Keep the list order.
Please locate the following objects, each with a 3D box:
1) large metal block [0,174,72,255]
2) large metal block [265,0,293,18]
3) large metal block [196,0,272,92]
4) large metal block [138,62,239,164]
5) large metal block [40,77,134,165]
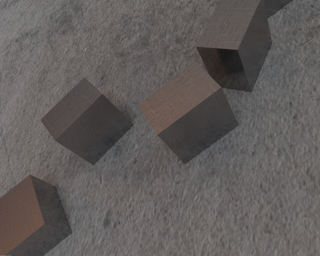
[{"bbox_3d":[-0.172,0.122,0.401,0.080,0.050,0.080,-39,51,2],"label":"large metal block"},{"bbox_3d":[0.150,-0.207,0.417,0.080,0.080,0.050,-36,52,4],"label":"large metal block"},{"bbox_3d":[0.095,-0.103,0.381,0.050,0.080,0.080,15,69,34],"label":"large metal block"},{"bbox_3d":[0.035,-0.014,0.358,0.080,0.080,0.050,-37,51,3],"label":"large metal block"},{"bbox_3d":[-0.097,-0.007,0.422,0.080,0.080,0.050,-46,51,-4],"label":"large metal block"}]
